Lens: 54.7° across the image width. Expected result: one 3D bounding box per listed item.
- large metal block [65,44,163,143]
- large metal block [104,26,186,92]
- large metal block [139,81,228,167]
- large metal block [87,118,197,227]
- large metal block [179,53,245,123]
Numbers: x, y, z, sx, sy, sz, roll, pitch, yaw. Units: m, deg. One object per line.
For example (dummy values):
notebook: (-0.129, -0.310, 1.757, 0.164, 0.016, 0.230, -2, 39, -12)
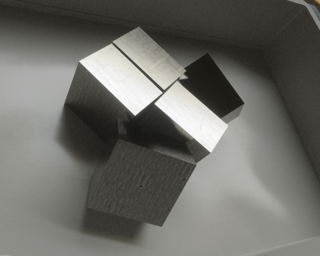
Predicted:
large metal block: (-0.057, -0.035, 0.361, 0.080, 0.080, 0.050, 44, 51, 2)
large metal block: (-0.027, -0.065, 0.394, 0.080, 0.080, 0.050, 44, 51, 1)
large metal block: (0.020, 0.004, 0.378, 0.080, 0.080, 0.050, 41, 51, -1)
large metal block: (-0.021, 0.046, 0.322, 0.080, 0.079, 0.050, 20, 19, -17)
large metal block: (0.067, -0.043, 0.424, 0.050, 0.080, 0.080, -33, 77, 3)
